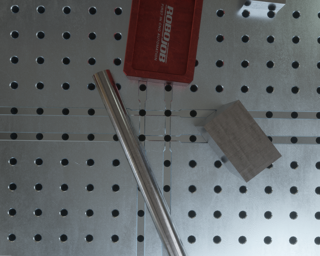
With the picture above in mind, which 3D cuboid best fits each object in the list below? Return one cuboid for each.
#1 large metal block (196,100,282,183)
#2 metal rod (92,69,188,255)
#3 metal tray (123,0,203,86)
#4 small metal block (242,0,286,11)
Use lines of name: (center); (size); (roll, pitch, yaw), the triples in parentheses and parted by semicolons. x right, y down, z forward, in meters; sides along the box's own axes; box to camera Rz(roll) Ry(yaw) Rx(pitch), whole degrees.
large metal block: (0.093, 0.015, 0.387); (0.050, 0.080, 0.080); (-37, 90, 0)
metal rod: (-0.021, 0.065, 0.413); (0.025, 0.025, 0.299); (-23, 90, 0)
metal tray: (0.005, -0.126, 0.410); (0.091, 0.030, 0.129); (7, 90, -1)
small metal block: (0.141, -0.189, 0.415); (0.050, 0.025, 0.050); (6, 90, -1)
